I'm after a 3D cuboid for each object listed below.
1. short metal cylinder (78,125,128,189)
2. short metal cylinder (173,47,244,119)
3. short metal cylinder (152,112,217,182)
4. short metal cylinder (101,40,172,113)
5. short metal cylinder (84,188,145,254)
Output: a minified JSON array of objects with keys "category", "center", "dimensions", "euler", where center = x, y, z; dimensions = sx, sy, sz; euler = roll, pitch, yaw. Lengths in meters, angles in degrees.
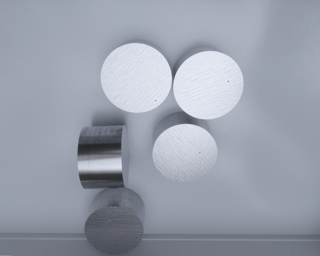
[{"category":"short metal cylinder","center":[-0.069,0.037,0.395],"dimensions":[0.050,0.080,0.079],"euler":[-2,110,0]},{"category":"short metal cylinder","center":[0.055,-0.056,0.378],"dimensions":[0.081,0.050,0.079],"euler":[0,110,-1]},{"category":"short metal cylinder","center":[0.031,0.024,0.407],"dimensions":[0.081,0.050,0.079],"euler":[0,110,-1]},{"category":"short metal cylinder","center":[-0.027,-0.064,0.374],"dimensions":[0.081,0.050,0.079],"euler":[0,110,-1]},{"category":"short metal cylinder","center":[-0.063,0.132,0.446],"dimensions":[0.081,0.050,0.079],"euler":[0,110,-1]}]
